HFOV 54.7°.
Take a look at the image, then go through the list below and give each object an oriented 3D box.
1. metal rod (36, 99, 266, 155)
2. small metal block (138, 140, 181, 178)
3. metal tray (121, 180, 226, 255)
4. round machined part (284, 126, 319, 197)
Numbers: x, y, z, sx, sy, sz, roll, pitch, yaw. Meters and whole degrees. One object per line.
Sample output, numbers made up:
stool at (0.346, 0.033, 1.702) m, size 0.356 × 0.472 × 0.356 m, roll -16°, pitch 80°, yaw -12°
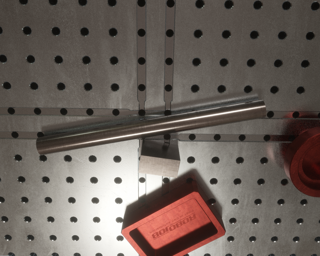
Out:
metal rod at (-0.013, 0.000, 0.413) m, size 0.302 × 0.025 × 0.025 m, roll -10°, pitch 110°, yaw 3°
small metal block at (-0.001, 0.040, 0.415) m, size 0.050 × 0.050 × 0.025 m, roll 8°, pitch 110°, yaw -4°
metal tray at (0.020, 0.147, 0.465) m, size 0.130 × 0.030 × 0.090 m, roll -31°, pitch 108°, yaw 10°
round machined part at (0.218, 0.042, 0.423) m, size 0.099 × 0.042 × 0.097 m, roll 0°, pitch 110°, yaw -1°
